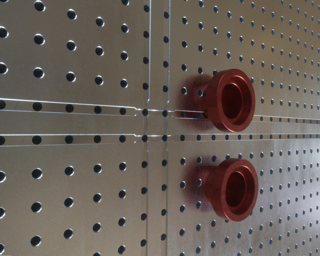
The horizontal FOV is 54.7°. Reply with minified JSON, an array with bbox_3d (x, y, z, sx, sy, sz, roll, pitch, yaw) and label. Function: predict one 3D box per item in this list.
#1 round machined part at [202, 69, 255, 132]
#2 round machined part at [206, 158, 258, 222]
[{"bbox_3d":[0.105,-0.042,0.489,0.099,0.042,0.097,0,90,-40],"label":"round machined part"},{"bbox_3d":[0.112,0.097,0.495,0.099,0.042,0.097,0,90,-40],"label":"round machined part"}]
